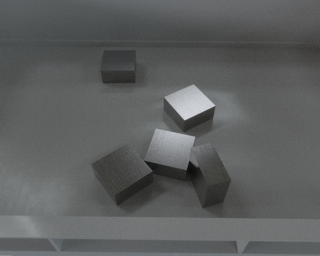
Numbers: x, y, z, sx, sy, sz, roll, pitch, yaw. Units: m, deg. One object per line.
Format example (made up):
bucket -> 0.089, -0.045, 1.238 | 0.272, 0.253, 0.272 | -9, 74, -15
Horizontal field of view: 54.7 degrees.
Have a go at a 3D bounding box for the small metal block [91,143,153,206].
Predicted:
small metal block -> -0.043, 0.053, 0.360 | 0.050, 0.025, 0.050 | -30, 56, -23

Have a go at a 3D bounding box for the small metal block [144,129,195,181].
small metal block -> 0.013, 0.032, 0.378 | 0.050, 0.025, 0.050 | 12, 51, 10

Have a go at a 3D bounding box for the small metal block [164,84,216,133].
small metal block -> 0.040, -0.028, 0.429 | 0.050, 0.025, 0.050 | -25, 55, -20

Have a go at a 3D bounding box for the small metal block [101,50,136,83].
small metal block -> -0.064, -0.096, 0.486 | 0.050, 0.025, 0.050 | -1, 50, -1

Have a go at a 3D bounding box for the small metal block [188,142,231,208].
small metal block -> 0.053, 0.053, 0.345 | 0.025, 0.050, 0.050 | -12, 51, -10
